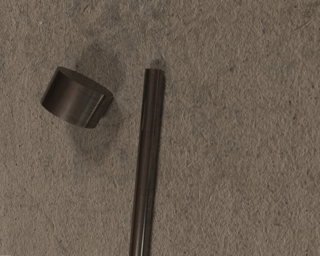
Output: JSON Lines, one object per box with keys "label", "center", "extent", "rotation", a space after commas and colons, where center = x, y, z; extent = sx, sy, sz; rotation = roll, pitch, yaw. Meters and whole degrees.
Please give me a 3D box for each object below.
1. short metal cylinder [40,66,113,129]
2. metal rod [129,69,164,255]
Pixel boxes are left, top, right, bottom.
{"label": "short metal cylinder", "center": [-0.111, -0.041, 0.418], "extent": [0.080, 0.080, 0.050], "rotation": [33, 101, 16]}
{"label": "metal rod", "center": [-0.021, 0.072, 0.415], "extent": [0.025, 0.025, 0.298], "rotation": [6, 92, 19]}
